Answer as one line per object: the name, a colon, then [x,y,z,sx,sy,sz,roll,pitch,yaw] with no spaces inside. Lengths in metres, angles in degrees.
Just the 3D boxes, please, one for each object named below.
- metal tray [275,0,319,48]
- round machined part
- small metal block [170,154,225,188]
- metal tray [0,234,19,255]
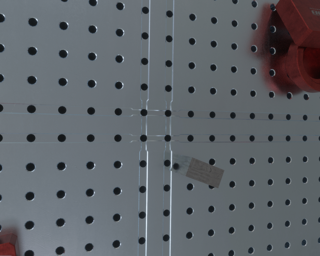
metal tray: [0.254,-0.165,0.481,0.131,0.030,0.090,-1,59,-20]
round machined part: [0.241,-0.105,0.493,0.099,0.042,0.097,0,90,-20]
small metal block: [0.049,0.057,0.418,0.050,0.050,0.025,23,83,-19]
metal tray: [-0.198,0.193,0.337,0.091,0.030,0.129,-7,93,-20]
